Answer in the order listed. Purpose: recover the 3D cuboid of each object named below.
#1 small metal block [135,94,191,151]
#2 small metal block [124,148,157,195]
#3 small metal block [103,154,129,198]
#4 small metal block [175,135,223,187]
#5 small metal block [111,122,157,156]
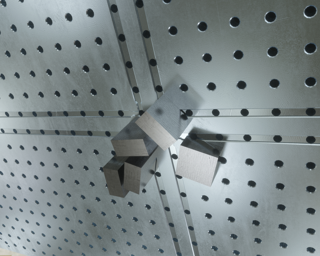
[{"bbox_3d":[0.005,-0.008,0.386,0.050,0.050,0.025,44,129,-3],"label":"small metal block"},{"bbox_3d":[-0.028,0.058,0.444,0.025,0.050,0.050,18,126,17],"label":"small metal block"},{"bbox_3d":[-0.057,0.067,0.465,0.025,0.050,0.050,6,121,25],"label":"small metal block"},{"bbox_3d":[0.051,0.044,0.410,0.050,0.025,0.050,18,126,17],"label":"small metal block"},{"bbox_3d":[-0.029,0.014,0.417,0.050,0.050,0.025,-4,117,29],"label":"small metal block"}]
